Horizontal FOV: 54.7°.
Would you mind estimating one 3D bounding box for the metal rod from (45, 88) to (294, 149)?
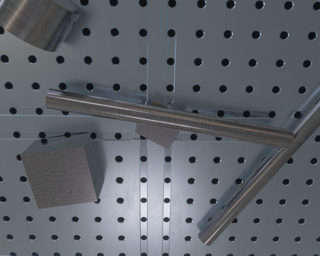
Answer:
[{"bbox_3d":[0.015,-0.011,0.382,0.302,0.025,0.025,10,110,-4],"label":"metal rod"}]

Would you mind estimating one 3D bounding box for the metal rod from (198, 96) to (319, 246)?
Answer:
[{"bbox_3d":[0.153,0.055,0.435,0.025,0.025,0.299,33,107,-12],"label":"metal rod"}]

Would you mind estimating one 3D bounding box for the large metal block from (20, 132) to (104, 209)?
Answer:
[{"bbox_3d":[-0.128,0.057,0.420,0.080,0.050,0.079,-8,110,2],"label":"large metal block"}]

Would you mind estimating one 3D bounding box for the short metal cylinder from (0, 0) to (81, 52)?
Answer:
[{"bbox_3d":[-0.135,-0.128,0.336,0.080,0.080,0.050,35,106,-12],"label":"short metal cylinder"}]

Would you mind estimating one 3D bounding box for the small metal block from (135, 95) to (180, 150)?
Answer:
[{"bbox_3d":[0.002,-0.007,0.411,0.050,0.025,0.050,29,108,-10],"label":"small metal block"}]
